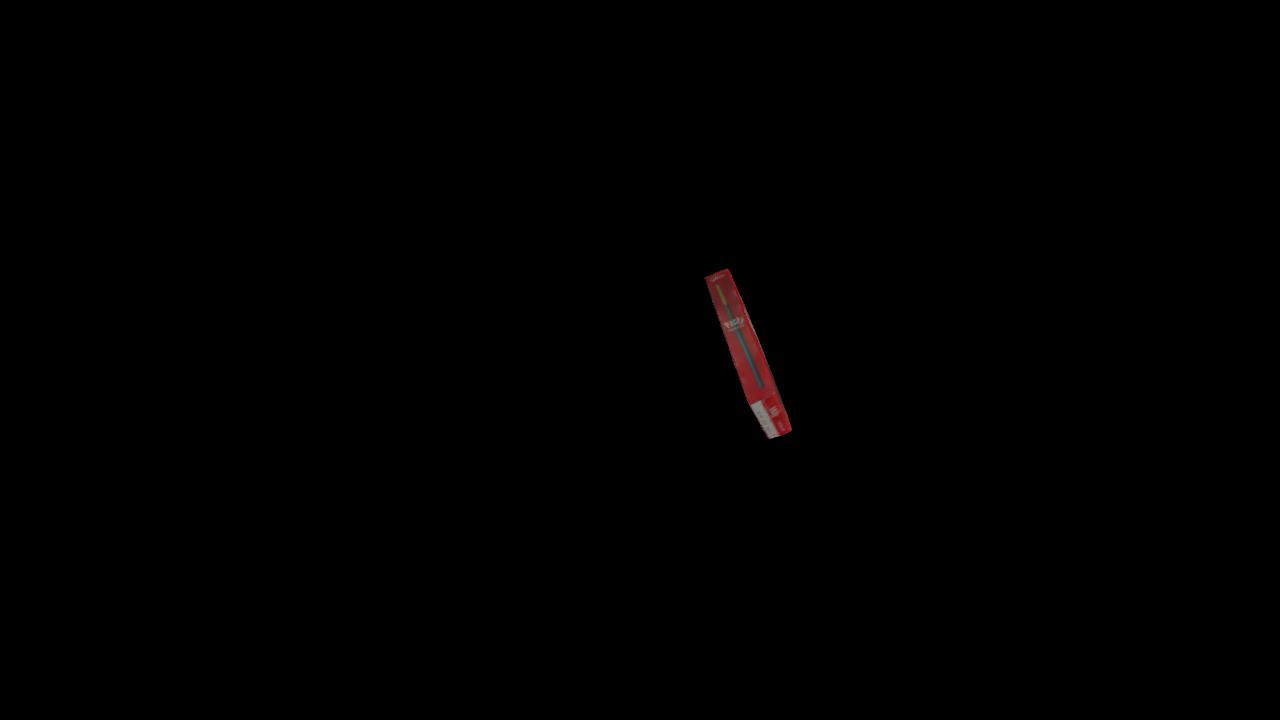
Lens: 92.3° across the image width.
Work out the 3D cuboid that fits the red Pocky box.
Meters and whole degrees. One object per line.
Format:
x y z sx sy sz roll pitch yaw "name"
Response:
0.104 -0.008 0.598 0.028 0.155 0.083 -23 -36 13 "red Pocky box"
